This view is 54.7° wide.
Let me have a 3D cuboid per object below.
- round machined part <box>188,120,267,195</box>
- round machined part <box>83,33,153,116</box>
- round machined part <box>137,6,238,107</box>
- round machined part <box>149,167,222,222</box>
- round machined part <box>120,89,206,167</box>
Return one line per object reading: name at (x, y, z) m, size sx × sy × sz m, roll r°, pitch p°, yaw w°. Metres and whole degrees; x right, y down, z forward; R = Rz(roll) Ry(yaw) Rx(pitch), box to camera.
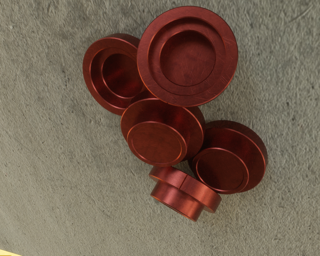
round machined part at (0.078, 0.042, 0.381) m, size 0.098 × 0.042 × 0.097 m, roll 13°, pitch 124°, yaw 20°
round machined part at (-0.041, -0.066, 0.376) m, size 0.098 × 0.042 × 0.097 m, roll 13°, pitch 124°, yaw 20°
round machined part at (0.029, -0.070, 0.320) m, size 0.098 × 0.042 × 0.097 m, roll 0°, pitch 92°, yaw 10°
round machined part at (0.027, 0.087, 0.403) m, size 0.098 × 0.042 × 0.098 m, roll 29°, pitch 167°, yaw 8°
round machined part at (0.001, 0.007, 0.357) m, size 0.098 × 0.042 × 0.097 m, roll 9°, pitch 131°, yaw 10°
